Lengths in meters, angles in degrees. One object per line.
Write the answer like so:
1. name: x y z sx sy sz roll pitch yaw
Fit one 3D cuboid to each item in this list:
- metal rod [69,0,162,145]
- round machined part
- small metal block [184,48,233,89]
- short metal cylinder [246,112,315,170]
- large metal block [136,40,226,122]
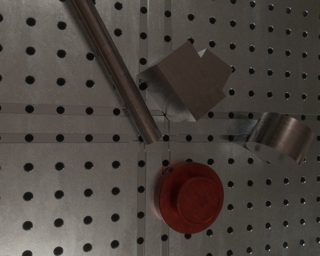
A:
1. metal rod: -0.076 -0.114 0.385 0.025 0.025 0.299 -31 100 -18
2. round machined part: 0.045 0.096 0.422 0.099 0.042 0.097 0 90 -21
3. small metal block: 0.068 -0.075 0.439 0.050 0.025 0.050 33 79 -18
4. short metal cylinder: 0.173 0.019 0.449 0.080 0.080 0.050 33 79 -17
5. large metal block: 0.024 -0.054 0.393 0.050 0.080 0.080 -40 103 -16
